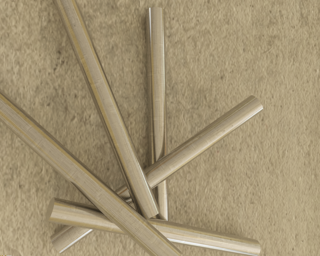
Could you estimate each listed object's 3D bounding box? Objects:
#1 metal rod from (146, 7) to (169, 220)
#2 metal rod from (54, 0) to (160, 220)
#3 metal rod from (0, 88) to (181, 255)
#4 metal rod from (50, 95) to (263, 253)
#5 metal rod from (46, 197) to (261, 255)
[{"bbox_3d":[-0.003,-0.005,0.408,0.025,0.025,0.298,-1,91,-20],"label":"metal rod"},{"bbox_3d":[-0.067,-0.039,0.358,0.025,0.025,0.299,-21,88,-19],"label":"metal rod"},{"bbox_3d":[-0.098,0.041,0.333,0.300,0.025,0.025,42,76,0],"label":"metal rod"},{"bbox_3d":[0.002,0.052,0.383,0.301,0.025,0.025,-35,102,-7],"label":"metal rod"},{"bbox_3d":[0.013,0.130,0.388,0.302,0.025,0.025,20,83,-27],"label":"metal rod"}]
